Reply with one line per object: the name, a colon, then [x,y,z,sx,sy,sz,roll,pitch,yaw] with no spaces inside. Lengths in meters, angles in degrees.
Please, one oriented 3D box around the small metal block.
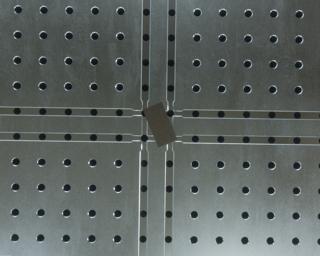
small metal block: [0.000,-0.004,0.401,0.025,0.050,0.050,-22,91,0]
